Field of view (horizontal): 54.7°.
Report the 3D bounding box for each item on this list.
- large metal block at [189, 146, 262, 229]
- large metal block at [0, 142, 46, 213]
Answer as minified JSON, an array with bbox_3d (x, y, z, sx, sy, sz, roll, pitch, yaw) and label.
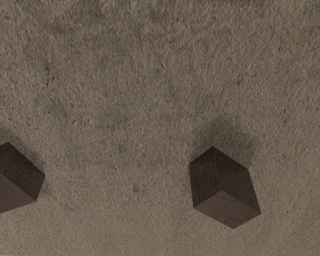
[{"bbox_3d":[0.091,0.086,0.446,0.080,0.080,0.050,33,123,-25],"label":"large metal block"},{"bbox_3d":[-0.232,0.076,0.452,0.080,0.050,0.080,-20,128,16],"label":"large metal block"}]
